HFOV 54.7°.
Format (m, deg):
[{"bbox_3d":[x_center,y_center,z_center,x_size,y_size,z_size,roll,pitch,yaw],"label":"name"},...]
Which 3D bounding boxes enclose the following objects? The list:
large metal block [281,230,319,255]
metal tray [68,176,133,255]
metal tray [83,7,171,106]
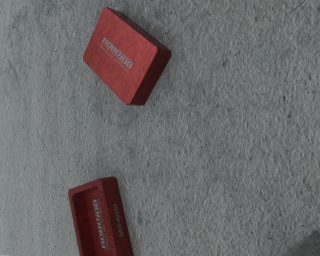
[{"bbox_3d":[0.116,0.144,0.273,0.050,0.081,0.080,52,120,27],"label":"large metal block"},{"bbox_3d":[-0.094,0.149,0.479,0.090,0.030,0.129,-24,75,37],"label":"metal tray"},{"bbox_3d":[-0.052,-0.103,0.445,0.130,0.030,0.089,45,117,30],"label":"metal tray"}]
